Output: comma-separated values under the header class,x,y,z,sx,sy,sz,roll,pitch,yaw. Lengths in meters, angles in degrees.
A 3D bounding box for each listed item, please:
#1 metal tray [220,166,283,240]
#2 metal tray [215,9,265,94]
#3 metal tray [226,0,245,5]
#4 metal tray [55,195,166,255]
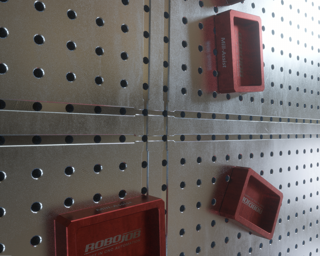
class,x,y,z,sx,sy,sz,roll,pitch,yaw
metal tray,0.166,0.134,0.548,0.130,0.030,0.090,35,68,-35
metal tray,0.136,-0.125,0.522,0.091,0.030,0.129,-7,95,-40
metal tray,0.120,-0.284,0.509,0.090,0.030,0.130,-49,119,-29
metal tray,-0.052,0.136,0.364,0.131,0.030,0.089,-3,92,-40
